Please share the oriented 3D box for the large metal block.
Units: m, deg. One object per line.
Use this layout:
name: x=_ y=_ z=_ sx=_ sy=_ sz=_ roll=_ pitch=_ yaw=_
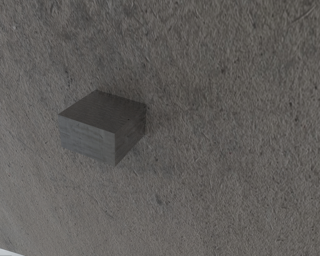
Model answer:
large metal block: x=-0.073 y=-0.003 z=0.408 sx=0.080 sy=0.080 sz=0.050 roll=18 pitch=125 yaw=18
